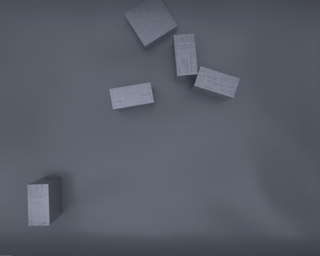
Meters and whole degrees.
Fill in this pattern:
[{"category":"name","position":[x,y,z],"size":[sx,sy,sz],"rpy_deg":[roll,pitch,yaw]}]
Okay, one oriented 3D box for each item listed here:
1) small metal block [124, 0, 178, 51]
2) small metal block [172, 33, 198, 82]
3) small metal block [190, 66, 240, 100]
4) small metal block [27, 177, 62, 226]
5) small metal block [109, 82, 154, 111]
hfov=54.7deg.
[{"category":"small metal block","position":[-0.012,-0.140,0.411],"size":[0.050,0.025,0.050],"rpy_deg":[-33,90,0]},{"category":"small metal block","position":[0.031,-0.089,0.399],"size":[0.025,0.050,0.050],"rpy_deg":[-5,90,0]},{"category":"small metal block","position":[0.069,-0.056,0.400],"size":[0.050,0.050,0.025],"rpy_deg":[17,90,-1]},{"category":"small metal block","position":[-0.146,0.092,0.397],"size":[0.025,0.050,0.050],"rpy_deg":[-2,90,0]},{"category":"small metal block","position":[-0.034,-0.039,0.398],"size":[0.050,0.050,0.025],"rpy_deg":[-10,90,0]}]
